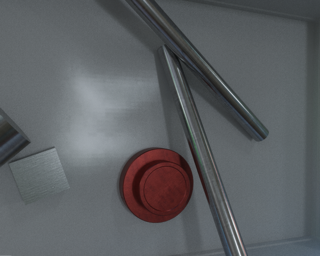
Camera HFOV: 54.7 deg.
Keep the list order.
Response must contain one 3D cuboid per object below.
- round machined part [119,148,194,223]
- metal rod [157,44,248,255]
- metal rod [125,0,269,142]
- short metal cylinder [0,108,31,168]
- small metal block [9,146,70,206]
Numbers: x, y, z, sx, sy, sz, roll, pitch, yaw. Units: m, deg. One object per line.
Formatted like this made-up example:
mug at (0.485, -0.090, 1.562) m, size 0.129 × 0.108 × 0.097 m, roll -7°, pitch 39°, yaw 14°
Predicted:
round machined part at (0.000, 0.075, 0.403) m, size 0.099 × 0.042 × 0.097 m, roll 0°, pitch 90°, yaw -21°
metal rod at (0.053, 0.032, 0.388) m, size 0.025 × 0.025 × 0.299 m, roll -14°, pitch 79°, yaw -20°
metal rod at (0.052, -0.081, 0.409) m, size 0.300 × 0.025 × 0.025 m, roll 42°, pitch 77°, yaw -24°
short metal cylinder at (-0.180, 0.002, 0.315) m, size 0.050 × 0.080 × 0.080 m, roll -43°, pitch 104°, yaw -15°
small metal block at (-0.139, 0.054, 0.360) m, size 0.050 × 0.025 × 0.050 m, roll -20°, pitch 97°, yaw -19°
